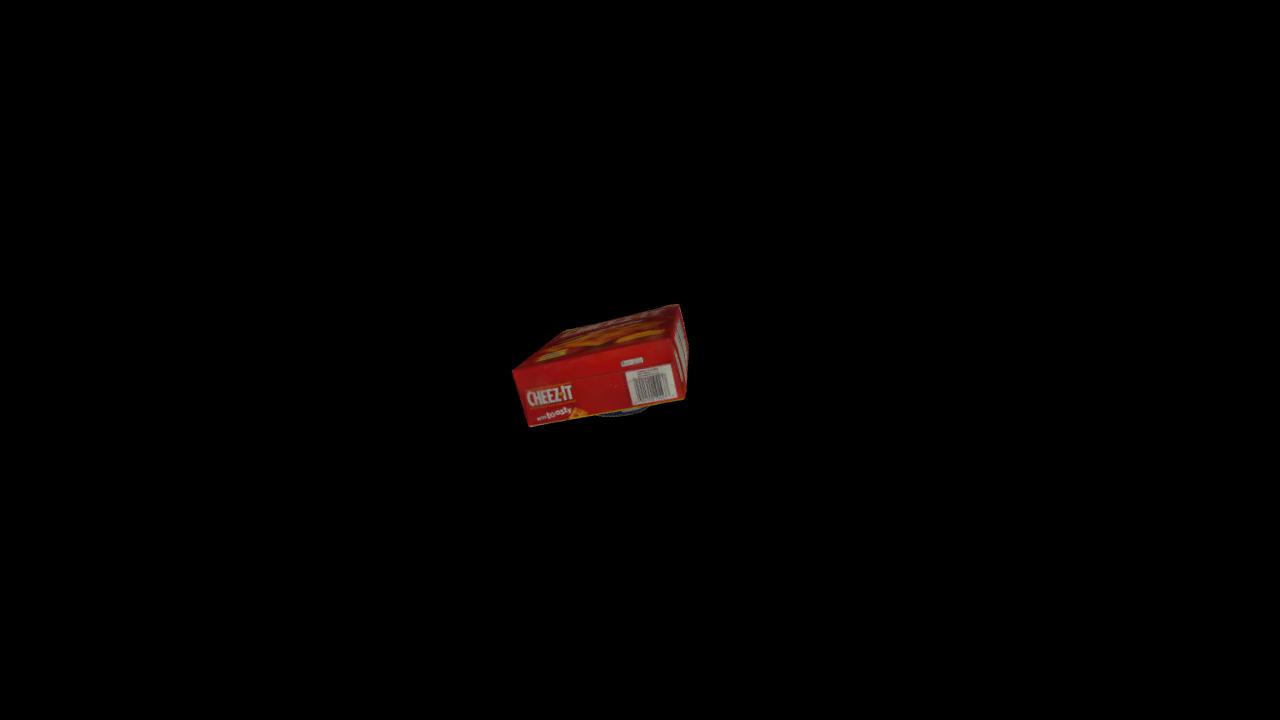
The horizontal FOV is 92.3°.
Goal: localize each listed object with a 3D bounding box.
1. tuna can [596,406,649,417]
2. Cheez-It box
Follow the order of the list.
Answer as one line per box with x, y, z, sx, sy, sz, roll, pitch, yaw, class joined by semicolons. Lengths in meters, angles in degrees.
-0.026;0.037;0.718;0.084;0.034;0.084;-5;15;1;tuna can
-0.030;-0.001;0.705;0.166;0.071;0.223;-12;12;9;Cheez-It box
